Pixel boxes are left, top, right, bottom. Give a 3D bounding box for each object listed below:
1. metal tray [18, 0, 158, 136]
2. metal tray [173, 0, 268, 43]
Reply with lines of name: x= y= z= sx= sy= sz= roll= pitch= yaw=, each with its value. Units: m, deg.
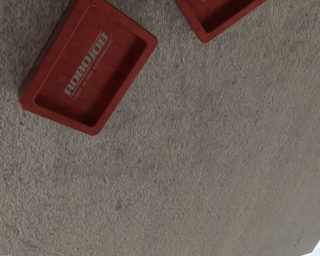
metal tray: x=-0.074 y=-0.063 z=0.323 sx=0.090 sy=0.030 sz=0.129 roll=26 pitch=104 yaw=-37
metal tray: x=0.075 y=-0.163 z=0.324 sx=0.130 sy=0.030 sz=0.090 roll=-34 pitch=131 yaw=11
